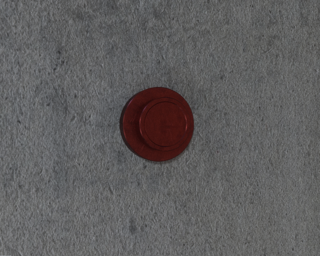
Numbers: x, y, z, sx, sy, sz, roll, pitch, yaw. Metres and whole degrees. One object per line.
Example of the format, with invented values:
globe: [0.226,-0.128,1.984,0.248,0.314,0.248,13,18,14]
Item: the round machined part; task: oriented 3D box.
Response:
round machined part: [0.000,-0.005,0.402,0.099,0.042,0.097,0,90,-21]
